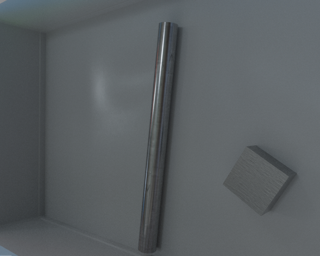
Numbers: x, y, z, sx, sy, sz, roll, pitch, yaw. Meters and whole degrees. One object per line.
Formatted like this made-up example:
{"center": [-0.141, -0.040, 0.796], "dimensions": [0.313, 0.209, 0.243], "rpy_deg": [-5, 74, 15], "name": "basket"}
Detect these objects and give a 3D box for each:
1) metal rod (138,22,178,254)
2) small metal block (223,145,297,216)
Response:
{"center": [-0.003, 0.016, 0.407], "dimensions": [0.025, 0.025, 0.298], "rpy_deg": [9, 96, 39], "name": "metal rod"}
{"center": [0.102, 0.053, 0.321], "dimensions": [0.050, 0.025, 0.050], "rpy_deg": [39, 114, 32], "name": "small metal block"}
